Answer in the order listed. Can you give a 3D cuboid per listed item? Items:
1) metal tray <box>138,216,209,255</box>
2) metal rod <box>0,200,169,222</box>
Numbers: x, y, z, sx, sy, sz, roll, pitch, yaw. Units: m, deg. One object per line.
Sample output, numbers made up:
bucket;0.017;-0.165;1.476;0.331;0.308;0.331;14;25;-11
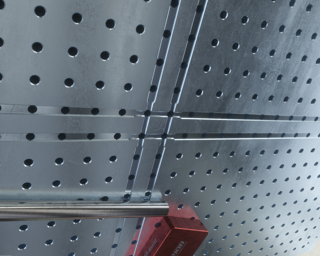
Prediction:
metal tray;0.017;0.219;0.553;0.091;0.030;0.129;20;108;-36
metal rod;-0.119;0.109;0.413;0.302;0.025;0.025;9;114;-32
